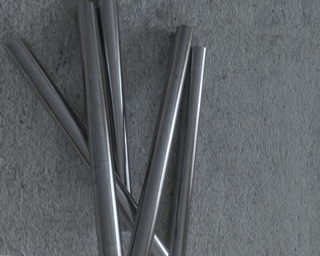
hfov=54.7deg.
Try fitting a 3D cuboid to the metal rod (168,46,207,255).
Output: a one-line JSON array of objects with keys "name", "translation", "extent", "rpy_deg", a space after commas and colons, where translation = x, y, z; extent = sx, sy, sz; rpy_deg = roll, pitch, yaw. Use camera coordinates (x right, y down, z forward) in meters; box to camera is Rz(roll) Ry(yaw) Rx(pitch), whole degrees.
[{"name": "metal rod", "translation": [0.036, 0.039, 0.422], "extent": [0.025, 0.025, 0.298], "rpy_deg": [7, 88, -20]}]

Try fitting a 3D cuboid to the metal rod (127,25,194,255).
[{"name": "metal rod", "translation": [0.005, 0.007, 0.377], "extent": [0.025, 0.025, 0.299], "rpy_deg": [18, 72, -19]}]

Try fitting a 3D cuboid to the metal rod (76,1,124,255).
[{"name": "metal rod", "translation": [-0.069, -0.002, 0.346], "extent": [0.025, 0.025, 0.299], "rpy_deg": [-4, 77, -20]}]

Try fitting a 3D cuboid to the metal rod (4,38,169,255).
[{"name": "metal rod", "translation": [-0.081, 0.030, 0.360], "extent": [0.025, 0.025, 0.299], "rpy_deg": [-35, 95, -17]}]

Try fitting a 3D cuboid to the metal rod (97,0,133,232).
[{"name": "metal rod", "translation": [-0.055, -0.022, 0.388], "extent": [0.025, 0.025, 0.298], "rpy_deg": [-5, 92, -20]}]
